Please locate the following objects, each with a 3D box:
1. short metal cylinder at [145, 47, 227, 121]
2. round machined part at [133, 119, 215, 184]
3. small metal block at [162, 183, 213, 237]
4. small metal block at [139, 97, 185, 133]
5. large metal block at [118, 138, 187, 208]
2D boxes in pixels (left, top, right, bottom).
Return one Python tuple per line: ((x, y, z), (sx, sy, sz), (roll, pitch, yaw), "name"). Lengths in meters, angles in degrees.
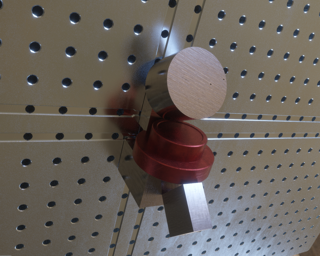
((0.030, -0.049, 0.361), (0.081, 0.050, 0.080), (1, 88, -29), "short metal cylinder")
((0.019, 0.022, 0.376), (0.099, 0.098, 0.042), (1, 118, -29), "round machined part")
((0.029, 0.094, 0.353), (0.025, 0.050, 0.050), (1, 156, -30), "small metal block")
((0.005, -0.022, 0.401), (0.050, 0.025, 0.050), (1, 118, -29), "small metal block")
((-0.001, 0.055, 0.410), (0.081, 0.080, 0.050), (1, 118, -29), "large metal block")
